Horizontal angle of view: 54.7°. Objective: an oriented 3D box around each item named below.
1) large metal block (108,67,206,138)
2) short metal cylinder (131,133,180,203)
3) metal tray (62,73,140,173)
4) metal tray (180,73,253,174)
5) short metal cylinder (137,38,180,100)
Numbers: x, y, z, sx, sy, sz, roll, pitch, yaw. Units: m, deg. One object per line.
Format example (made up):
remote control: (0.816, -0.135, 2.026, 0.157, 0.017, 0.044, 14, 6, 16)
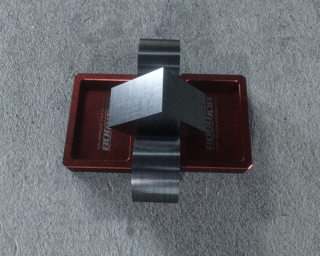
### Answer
large metal block: (-0.002, -0.021, 0.366, 0.080, 0.080, 0.050, -14, 65, 38)
short metal cylinder: (-0.004, 0.047, 0.363, 0.050, 0.080, 0.080, 2, 70, 1)
metal tray: (-0.072, -0.008, 0.409, 0.091, 0.030, 0.130, 2, 70, 0)
metal tray: (0.069, -0.007, 0.410, 0.091, 0.030, 0.130, 2, 70, 0)
short metal cylinder: (-0.001, -0.076, 0.408, 0.050, 0.080, 0.080, 2, 70, 1)
